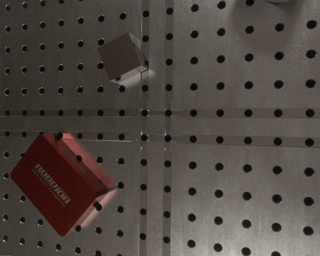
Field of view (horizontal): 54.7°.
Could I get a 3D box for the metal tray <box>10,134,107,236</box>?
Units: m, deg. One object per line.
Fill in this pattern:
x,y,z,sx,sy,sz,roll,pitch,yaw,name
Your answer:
-0.153,0.082,0.462,0.130,0.030,0.090,43,103,14,metal tray

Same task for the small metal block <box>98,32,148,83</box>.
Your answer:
-0.051,-0.096,0.430,0.050,0.025,0.050,-23,83,18,small metal block

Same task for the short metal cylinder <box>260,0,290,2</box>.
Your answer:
0.119,-0.181,0.342,0.080,0.080,0.050,23,98,18,short metal cylinder
